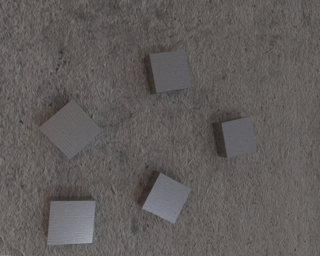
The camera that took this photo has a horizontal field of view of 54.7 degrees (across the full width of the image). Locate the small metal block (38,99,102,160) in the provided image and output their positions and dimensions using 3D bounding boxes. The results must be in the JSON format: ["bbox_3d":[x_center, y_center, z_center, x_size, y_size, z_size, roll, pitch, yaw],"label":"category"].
[{"bbox_3d":[-0.107,0.001,0.370,0.050,0.025,0.050,-45,104,-15],"label":"small metal block"}]

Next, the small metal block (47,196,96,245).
[{"bbox_3d":[-0.106,0.109,0.370,0.050,0.025,0.050,5,89,-20],"label":"small metal block"}]

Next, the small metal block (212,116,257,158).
[{"bbox_3d":[0.108,0.012,0.449,0.050,0.025,0.050,-12,94,-20],"label":"small metal block"}]

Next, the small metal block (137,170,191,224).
[{"bbox_3d":[0.005,0.091,0.411,0.050,0.025,0.050,31,80,-18],"label":"small metal block"}]

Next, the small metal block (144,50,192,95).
[{"bbox_3d":[0.010,-0.074,0.412,0.050,0.025,0.050,-12,94,-20],"label":"small metal block"}]
